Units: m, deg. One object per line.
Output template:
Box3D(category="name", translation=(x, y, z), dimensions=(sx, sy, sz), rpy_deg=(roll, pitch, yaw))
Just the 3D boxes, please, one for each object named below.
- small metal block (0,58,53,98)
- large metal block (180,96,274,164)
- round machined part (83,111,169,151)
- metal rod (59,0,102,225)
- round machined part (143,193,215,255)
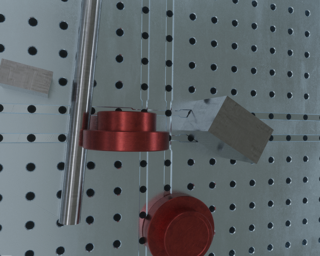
Box3D(category="small metal block", translation=(-0.148, -0.053, 0.345), dimensions=(0.050, 0.050, 0.025), rpy_deg=(13, 86, -20))
Box3D(category="large metal block", translation=(0.087, 0.003, 0.415), dimensions=(0.080, 0.080, 0.050), rpy_deg=(33, 80, -17))
Box3D(category="round machined part", translation=(-0.038, 0.003, 0.360), dimensions=(0.099, 0.098, 0.042), rpy_deg=(1, 90, -20))
Box3D(category="metal rod", translation=(-0.095, -0.035, 0.377), dimensions=(0.025, 0.025, 0.298), rpy_deg=(6, 88, -20))
Box3D(category="round machined part", translation=(0.030, 0.140, 0.415), dimensions=(0.099, 0.042, 0.097), rpy_deg=(0, 90, -20))
